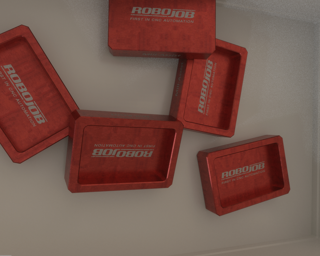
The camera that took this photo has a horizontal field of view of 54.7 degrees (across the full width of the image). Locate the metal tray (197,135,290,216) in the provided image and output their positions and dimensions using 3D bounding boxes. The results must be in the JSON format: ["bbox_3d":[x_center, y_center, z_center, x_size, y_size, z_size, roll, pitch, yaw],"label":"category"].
[{"bbox_3d":[0.125,0.066,0.455,0.131,0.030,0.089,-11,94,-20],"label":"metal tray"}]

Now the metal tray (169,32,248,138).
[{"bbox_3d":[0.068,-0.057,0.434,0.091,0.030,0.129,12,86,-20],"label":"metal tray"}]

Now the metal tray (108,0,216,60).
[{"bbox_3d":[0.002,-0.136,0.390,0.131,0.030,0.089,1,87,-5],"label":"metal tray"}]

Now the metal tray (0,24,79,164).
[{"bbox_3d":[-0.156,-0.037,0.350,0.090,0.030,0.130,-33,101,-17],"label":"metal tray"}]

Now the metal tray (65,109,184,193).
[{"bbox_3d":[-0.042,0.028,0.372,0.131,0.030,0.089,3,107,-26],"label":"metal tray"}]
